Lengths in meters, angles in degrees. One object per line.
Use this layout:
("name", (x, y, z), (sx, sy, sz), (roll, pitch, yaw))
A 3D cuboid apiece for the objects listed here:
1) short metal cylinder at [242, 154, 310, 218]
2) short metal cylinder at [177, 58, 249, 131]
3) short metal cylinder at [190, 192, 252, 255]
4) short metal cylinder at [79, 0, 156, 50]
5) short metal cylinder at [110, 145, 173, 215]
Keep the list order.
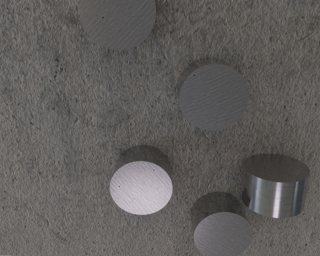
("short metal cylinder", (0.151, 0.073, 0.409), (0.080, 0.080, 0.050), (-2, 110, 0))
("short metal cylinder", (0.062, -0.043, 0.381), (0.081, 0.050, 0.079), (0, 110, 0))
("short metal cylinder", (0.087, 0.140, 0.449), (0.081, 0.050, 0.079), (0, 110, 0))
("short metal cylinder", (-0.044, -0.131, 0.348), (0.081, 0.050, 0.079), (0, 110, 0))
("short metal cylinder", (-0.024, 0.070, 0.422), (0.081, 0.050, 0.079), (0, 110, 0))
